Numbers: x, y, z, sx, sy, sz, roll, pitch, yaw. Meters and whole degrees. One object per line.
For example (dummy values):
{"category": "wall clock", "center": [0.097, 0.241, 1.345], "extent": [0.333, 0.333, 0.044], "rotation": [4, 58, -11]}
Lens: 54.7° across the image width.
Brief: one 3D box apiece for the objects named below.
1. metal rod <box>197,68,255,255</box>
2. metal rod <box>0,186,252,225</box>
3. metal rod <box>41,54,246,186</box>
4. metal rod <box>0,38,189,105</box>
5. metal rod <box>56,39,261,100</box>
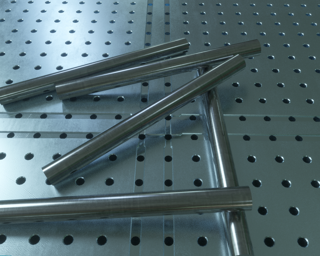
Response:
{"category": "metal rod", "center": [0.075, 0.012, 0.398], "extent": [0.025, 0.025, 0.300], "rotation": [-1, 50, -1]}
{"category": "metal rod", "center": [-0.060, 0.081, 0.320], "extent": [0.302, 0.025, 0.025], "rotation": [-4, 50, 3]}
{"category": "metal rod", "center": [-0.008, -0.019, 0.403], "extent": [0.302, 0.025, 0.025], "rotation": [-32, 57, -17]}
{"category": "metal rod", "center": [-0.093, -0.093, 0.484], "extent": [0.302, 0.025, 0.025], "rotation": [-20, 53, -16]}
{"category": "metal rod", "center": [0.000, -0.086, 0.457], "extent": [0.302, 0.025, 0.025], "rotation": [-13, 51, -3]}
